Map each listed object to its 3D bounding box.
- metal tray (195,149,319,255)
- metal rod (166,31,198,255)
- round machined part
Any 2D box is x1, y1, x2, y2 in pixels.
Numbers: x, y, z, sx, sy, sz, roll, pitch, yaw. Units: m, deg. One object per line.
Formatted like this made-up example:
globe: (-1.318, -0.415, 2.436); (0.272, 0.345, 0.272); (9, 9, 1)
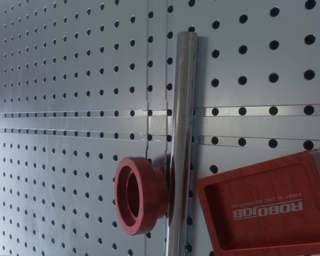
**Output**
metal tray: (0.107, 0.082, 0.317); (0.130, 0.030, 0.090); (-23, 75, 37)
metal rod: (0.026, 0.033, 0.387); (0.025, 0.025, 0.298); (5, 93, 40)
round machined part: (-0.023, 0.086, 0.403); (0.098, 0.042, 0.097); (-2, 87, 62)
